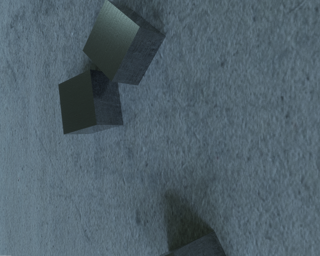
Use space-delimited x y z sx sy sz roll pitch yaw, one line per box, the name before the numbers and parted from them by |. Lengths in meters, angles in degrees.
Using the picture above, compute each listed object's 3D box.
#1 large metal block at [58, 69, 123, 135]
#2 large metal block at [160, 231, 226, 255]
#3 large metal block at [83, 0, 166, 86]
large metal block | -0.107 -0.036 0.474 0.080 0.050 0.080 -14 82 39
large metal block | 0.022 0.164 0.349 0.080 0.081 0.050 -38 67 33
large metal block | -0.052 -0.117 0.429 0.080 0.050 0.080 47 117 29
